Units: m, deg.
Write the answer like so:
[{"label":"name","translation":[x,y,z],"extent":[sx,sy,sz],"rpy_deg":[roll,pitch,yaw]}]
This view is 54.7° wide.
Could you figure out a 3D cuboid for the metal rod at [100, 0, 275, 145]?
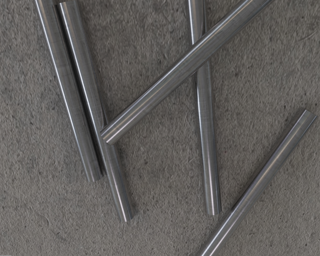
[{"label":"metal rod","translation":[0.043,-0.083,0.351],"extent":[0.299,0.025,0.025],"rpy_deg":[-41,105,15]}]

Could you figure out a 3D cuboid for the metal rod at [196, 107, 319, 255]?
[{"label":"metal rod","translation":[0.126,0.103,0.448],"extent":[0.025,0.025,0.298],"rpy_deg":[26,108,-9]}]

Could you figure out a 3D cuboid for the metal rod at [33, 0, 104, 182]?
[{"label":"metal rod","translation":[-0.117,-0.069,0.383],"extent":[0.025,0.025,0.298],"rpy_deg":[-10,110,3]}]

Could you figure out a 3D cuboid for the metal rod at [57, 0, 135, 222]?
[{"label":"metal rod","translation":[-0.077,-0.007,0.406],"extent":[0.025,0.025,0.298],"rpy_deg":[-10,110,3]}]

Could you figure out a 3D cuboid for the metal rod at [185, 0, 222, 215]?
[{"label":"metal rod","translation":[0.059,-0.019,0.403],"extent":[0.025,0.025,0.298],"rpy_deg":[-7,110,2]}]
